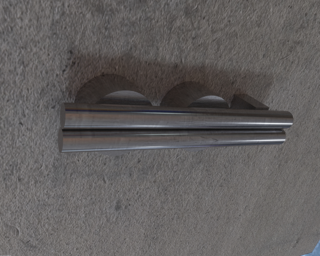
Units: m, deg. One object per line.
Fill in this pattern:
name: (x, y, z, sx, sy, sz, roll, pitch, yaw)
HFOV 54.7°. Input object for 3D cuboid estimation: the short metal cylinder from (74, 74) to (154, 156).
short metal cylinder: (-0.052, -0.015, 0.353, 0.081, 0.050, 0.079, -14, 124, -21)

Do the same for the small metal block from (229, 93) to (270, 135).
small metal block: (0.124, -0.018, 0.451, 0.025, 0.050, 0.050, -2, 119, -28)

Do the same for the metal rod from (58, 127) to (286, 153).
metal rod: (0.037, 0.011, 0.370, 0.303, 0.025, 0.025, 0, 119, -29)

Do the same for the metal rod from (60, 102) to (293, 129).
metal rod: (0.043, -0.011, 0.359, 0.303, 0.025, 0.025, 0, 119, -29)

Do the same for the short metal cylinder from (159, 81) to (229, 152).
short metal cylinder: (0.044, -0.016, 0.407, 0.081, 0.050, 0.079, -14, 124, -21)
